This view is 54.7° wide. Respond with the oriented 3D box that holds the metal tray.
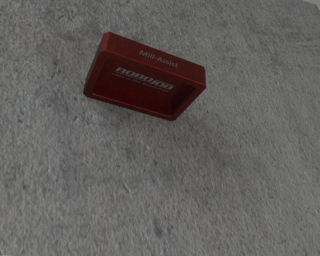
[{"bbox_3d":[-0.020,-0.058,0.387,0.131,0.090,0.030,16,56,-20],"label":"metal tray"}]
